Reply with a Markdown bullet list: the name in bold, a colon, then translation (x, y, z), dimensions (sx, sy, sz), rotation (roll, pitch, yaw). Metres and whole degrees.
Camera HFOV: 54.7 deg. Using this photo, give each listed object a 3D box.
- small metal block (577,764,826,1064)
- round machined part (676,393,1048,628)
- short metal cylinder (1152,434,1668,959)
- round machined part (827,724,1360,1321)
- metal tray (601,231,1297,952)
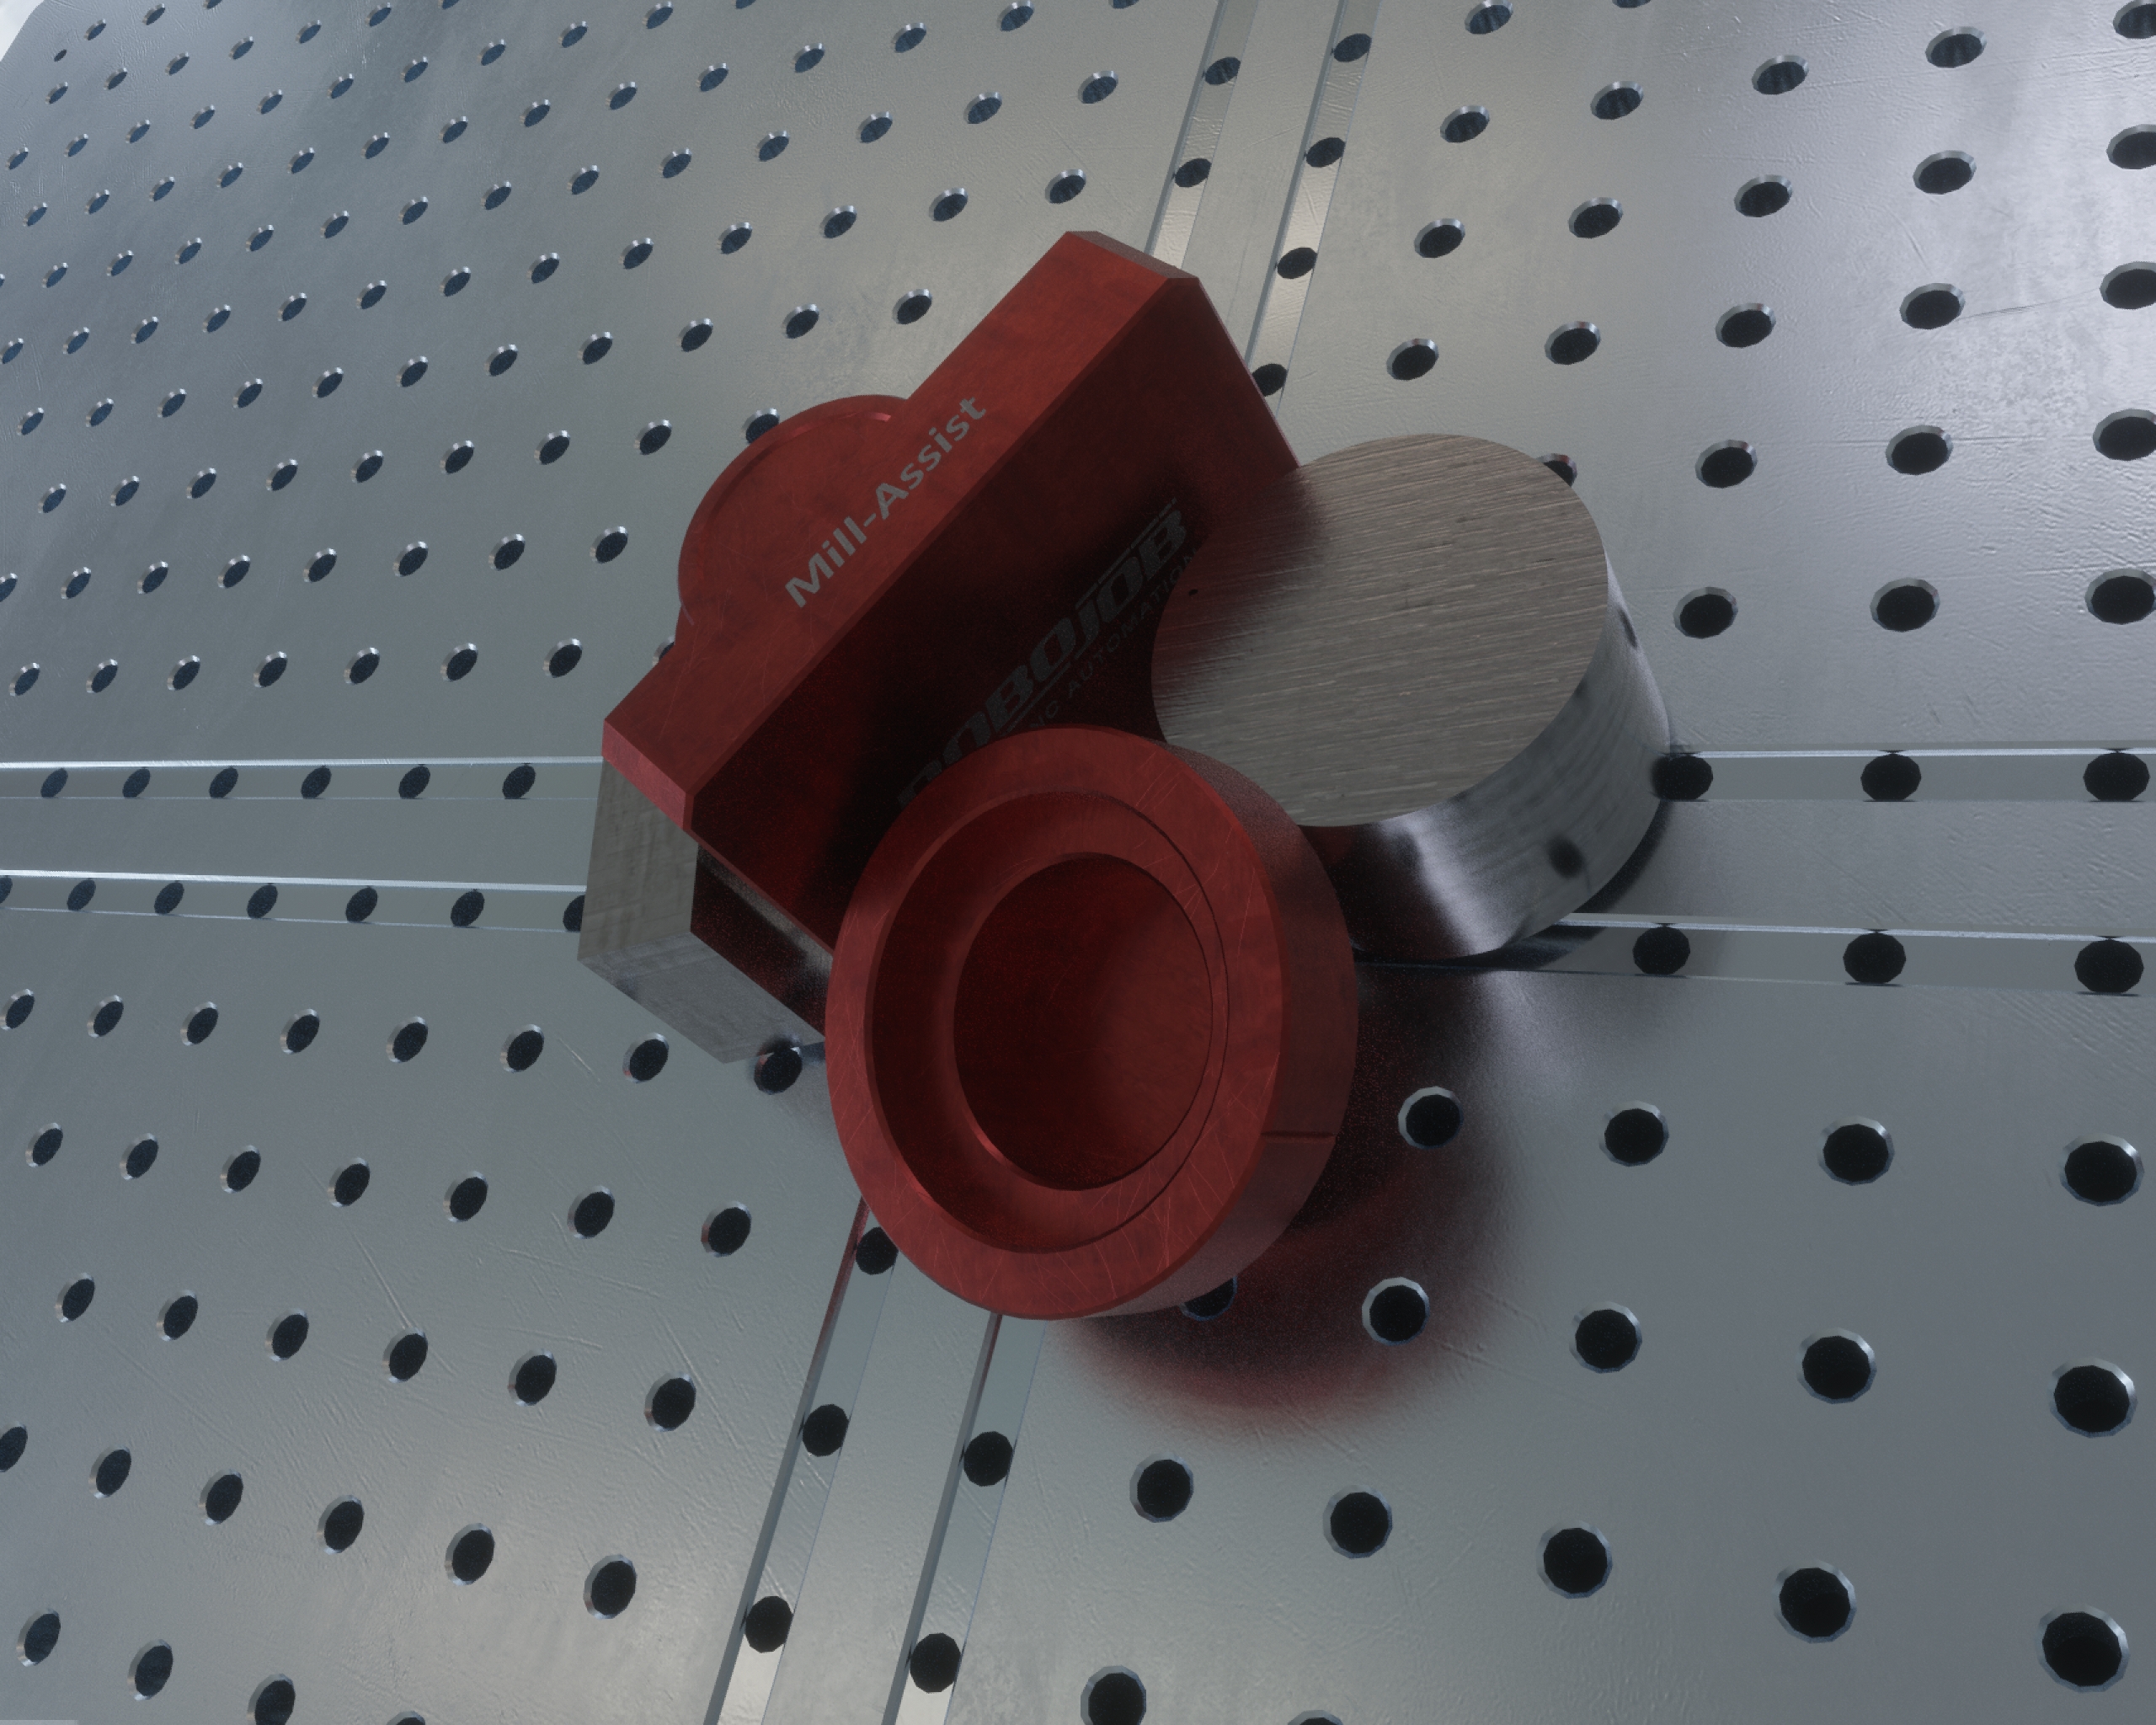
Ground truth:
- **small metal block**: translation (-0.073, 0.006, 0.421), dimensions (0.025, 0.050, 0.050), rotation (-14, 56, 20)
- **round machined part**: translation (-0.047, -0.063, 0.455), dimensions (0.098, 0.042, 0.098), rotation (-13, 56, 21)
- **short metal cylinder**: translation (0.060, -0.029, 0.373), dimensions (0.080, 0.050, 0.080), rotation (-13, 56, 21)
- **round machined part**: translation (0.006, 0.028, 0.357), dimensions (0.098, 0.042, 0.097), rotation (-7, 79, 38)
- **metal tray**: translation (-0.014, -0.041, 0.394), dimensions (0.130, 0.090, 0.030), rotation (-48, 51, -6)
